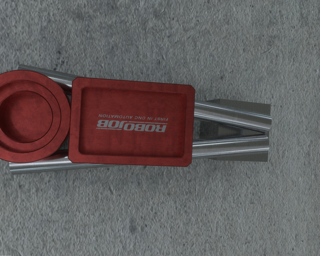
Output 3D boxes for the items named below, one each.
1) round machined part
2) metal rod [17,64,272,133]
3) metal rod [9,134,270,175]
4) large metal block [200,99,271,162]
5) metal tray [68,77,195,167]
[{"bbox_3d":[-0.146,-0.012,0.342,0.099,0.042,0.097,0,90,-10],"label":"round machined part"},{"bbox_3d":[-0.012,-0.033,0.372,0.302,0.025,0.025,11,86,-7],"label":"metal rod"},{"bbox_3d":[-0.017,0.030,0.371,0.302,0.025,0.025,-4,92,-8],"label":"metal rod"},{"bbox_3d":[0.104,0.004,0.435,0.081,0.050,0.080,4,89,-20],"label":"large metal block"},{"bbox_3d":[-0.030,-0.005,0.342,0.131,0.030,0.089,3,89,-8],"label":"metal tray"}]
